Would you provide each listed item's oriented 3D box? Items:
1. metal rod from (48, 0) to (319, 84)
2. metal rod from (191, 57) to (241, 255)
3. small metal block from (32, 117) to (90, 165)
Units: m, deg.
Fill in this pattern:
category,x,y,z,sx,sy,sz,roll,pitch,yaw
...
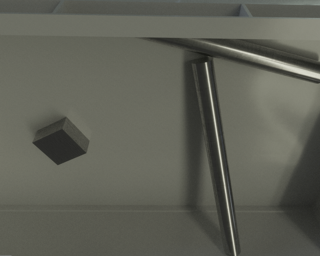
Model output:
category,x,y,z,sx,sy,sz,roll,pitch,yaw
metal rod,0.039,-0.093,0.330,0.302,0.025,0.025,12,129,-11
metal rod,0.079,0.055,0.410,0.025,0.025,0.298,-10,115,8
small metal block,-0.134,0.019,0.423,0.050,0.025,0.050,-23,127,18
